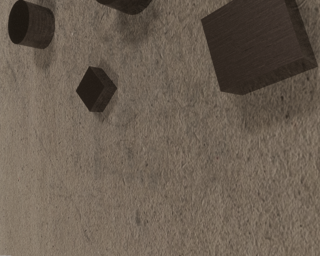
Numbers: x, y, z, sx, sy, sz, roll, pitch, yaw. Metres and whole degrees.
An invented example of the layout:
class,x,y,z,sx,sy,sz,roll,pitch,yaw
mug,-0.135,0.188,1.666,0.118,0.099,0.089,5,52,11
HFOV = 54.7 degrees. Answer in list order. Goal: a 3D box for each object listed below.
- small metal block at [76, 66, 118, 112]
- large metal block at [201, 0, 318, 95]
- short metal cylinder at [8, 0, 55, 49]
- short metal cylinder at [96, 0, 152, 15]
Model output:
class,x,y,z,sx,sy,sz,roll,pitch,yaw
small metal block,-0.100,-0.060,0.485,0.050,0.025,0.050,51,120,27
large metal block,0.097,-0.085,0.308,0.080,0.050,0.080,-21,77,37
short metal cylinder,-0.243,-0.194,0.586,0.080,0.050,0.079,0,90,39
short metal cylinder,-0.050,-0.204,0.428,0.080,0.050,0.079,0,90,39
